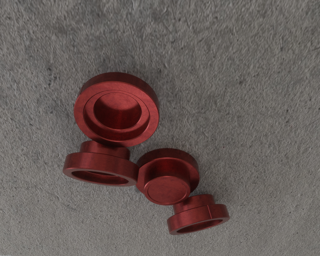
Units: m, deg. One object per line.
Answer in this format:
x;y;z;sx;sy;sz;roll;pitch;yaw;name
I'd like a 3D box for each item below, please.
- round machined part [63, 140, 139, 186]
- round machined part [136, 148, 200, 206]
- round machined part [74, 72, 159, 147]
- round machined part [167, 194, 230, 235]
-0.077;0.047;0.418;0.099;0.042;0.098;6;158;3;round machined part
0.011;0.079;0.463;0.099;0.042;0.097;0;130;0;round machined part
-0.050;-0.026;0.374;0.099;0.042;0.097;0;130;0;round machined part
0.058;0.137;0.497;0.099;0.042;0.098;-11;153;-6;round machined part
